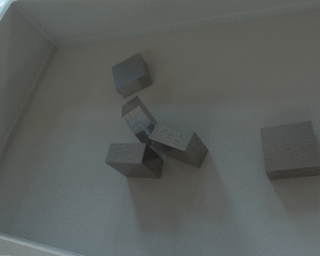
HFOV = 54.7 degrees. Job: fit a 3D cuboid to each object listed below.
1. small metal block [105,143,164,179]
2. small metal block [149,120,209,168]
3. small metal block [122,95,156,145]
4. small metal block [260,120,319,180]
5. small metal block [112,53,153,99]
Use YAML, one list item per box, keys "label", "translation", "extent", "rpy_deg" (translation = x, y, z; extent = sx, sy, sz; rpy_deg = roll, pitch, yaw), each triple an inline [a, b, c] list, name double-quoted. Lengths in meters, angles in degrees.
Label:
- label: "small metal block"
  translation: [-0.030, 0.041, 0.381]
  extent: [0.050, 0.050, 0.025]
  rpy_deg: [-2, 61, 27]
- label: "small metal block"
  translation: [0.023, 0.020, 0.366]
  extent: [0.050, 0.050, 0.025]
  rpy_deg: [18, 71, 35]
- label: "small metal block"
  translation: [-0.024, -0.009, 0.395]
  extent: [0.025, 0.050, 0.050]
  rpy_deg: [-34, 20, 6]
- label: "small metal block"
  translation: [0.134, 0.024, 0.321]
  extent: [0.050, 0.025, 0.050]
  rpy_deg: [-10, 57, 22]
- label: "small metal block"
  translation: [-0.044, -0.081, 0.479]
  extent: [0.050, 0.025, 0.050]
  rpy_deg: [-25, 53, 13]
